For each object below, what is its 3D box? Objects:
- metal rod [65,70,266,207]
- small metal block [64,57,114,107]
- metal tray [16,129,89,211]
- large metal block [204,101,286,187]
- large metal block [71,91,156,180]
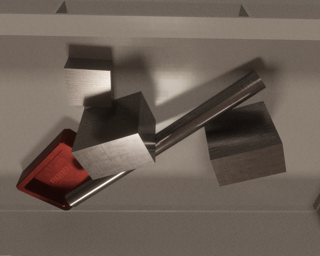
[{"bbox_3d":[-0.004,0.022,0.401,0.300,0.025,0.025,-33,123,15],"label":"metal rod"},{"bbox_3d":[-0.081,-0.053,0.363,0.050,0.025,0.050,3,130,-3],"label":"small metal block"},{"bbox_3d":[-0.139,0.067,0.460,0.090,0.030,0.130,35,122,-27],"label":"metal tray"},{"bbox_3d":[0.104,0.019,0.391,0.080,0.080,0.050,-15,129,12],"label":"large metal block"},{"bbox_3d":[-0.052,0.008,0.379,0.080,0.080,0.050,-16,128,13],"label":"large metal block"}]
